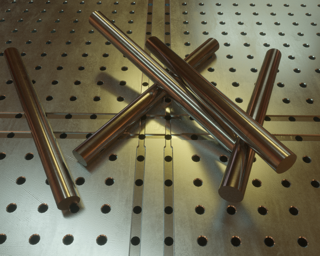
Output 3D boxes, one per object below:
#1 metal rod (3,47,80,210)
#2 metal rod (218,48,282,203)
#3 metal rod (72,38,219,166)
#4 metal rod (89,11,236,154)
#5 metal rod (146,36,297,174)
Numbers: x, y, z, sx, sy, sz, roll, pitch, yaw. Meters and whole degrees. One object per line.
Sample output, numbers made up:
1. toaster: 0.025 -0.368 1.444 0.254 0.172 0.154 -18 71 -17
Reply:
1. metal rod: -0.170 -0.019 0.421 0.025 0.025 0.300 -22 54 -18
2. metal rod: 0.129 -0.027 0.408 0.025 0.025 0.301 18 45 14
3. metal rod: -0.003 -0.053 0.451 0.025 0.025 0.301 32 56 23
4. metal rod: 0.001 -0.071 0.433 0.025 0.025 0.300 -36 69 -26
5. metal rod: 0.055 -0.051 0.401 0.025 0.025 0.300 -21 44 -17
